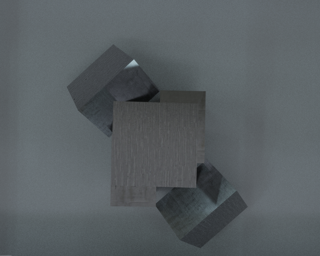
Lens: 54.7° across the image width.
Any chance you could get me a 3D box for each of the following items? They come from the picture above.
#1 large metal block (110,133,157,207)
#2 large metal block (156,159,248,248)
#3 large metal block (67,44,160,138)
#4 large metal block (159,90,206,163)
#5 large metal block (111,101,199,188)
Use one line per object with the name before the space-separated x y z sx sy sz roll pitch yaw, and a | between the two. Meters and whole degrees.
large metal block | -0.029 0.047 0.382 0.050 0.080 0.080 1 90 0
large metal block | 0.053 0.094 0.375 0.080 0.080 0.050 -41 55 0
large metal block | -0.059 -0.048 0.374 0.080 0.080 0.050 -43 125 0
large metal block | 0.024 -0.001 0.381 0.050 0.080 0.080 1 90 0
large metal block | -0.005 0.015 0.317 0.081 0.050 0.080 2 90 0
